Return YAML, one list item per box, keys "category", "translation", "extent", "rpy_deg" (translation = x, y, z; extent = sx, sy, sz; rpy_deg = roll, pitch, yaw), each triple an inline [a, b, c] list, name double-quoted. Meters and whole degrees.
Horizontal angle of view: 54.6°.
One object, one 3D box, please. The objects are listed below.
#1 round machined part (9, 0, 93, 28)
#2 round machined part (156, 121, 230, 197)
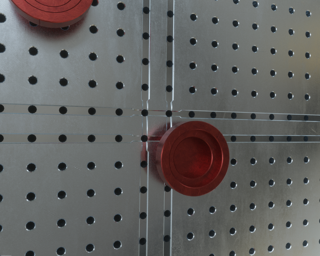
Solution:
- category: "round machined part"
  translation: [-0.126, -0.164, 0.357]
  extent: [0.099, 0.042, 0.097]
  rpy_deg: [0, 90, -20]
- category: "round machined part"
  translation: [0.040, 0.039, 0.418]
  extent: [0.099, 0.042, 0.097]
  rpy_deg: [0, 90, -20]
